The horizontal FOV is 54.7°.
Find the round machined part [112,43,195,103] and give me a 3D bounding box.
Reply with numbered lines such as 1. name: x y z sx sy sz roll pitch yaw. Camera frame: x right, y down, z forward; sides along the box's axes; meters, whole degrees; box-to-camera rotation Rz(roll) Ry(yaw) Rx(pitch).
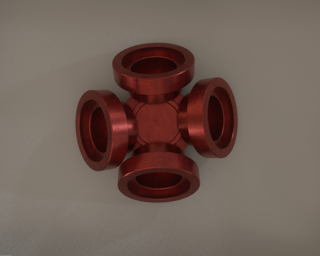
1. round machined part: -0.007 -0.066 0.382 0.099 0.098 0.042 -4 128 -1

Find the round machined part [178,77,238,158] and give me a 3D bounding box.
1. round machined part: 0.058 -0.012 0.384 0.042 0.099 0.097 -3 90 36

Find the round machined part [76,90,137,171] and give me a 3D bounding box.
1. round machined part: -0.064 0.002 0.382 0.042 0.098 0.097 -7 90 -38

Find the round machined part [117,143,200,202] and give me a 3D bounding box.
1. round machined part: -0.002 0.054 0.382 0.099 0.097 0.042 -1 54 -1

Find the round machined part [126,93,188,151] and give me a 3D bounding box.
1. round machined part: -0.003 -0.006 0.401 0.099 0.042 0.097 0 90 -1
